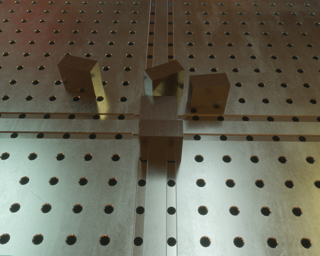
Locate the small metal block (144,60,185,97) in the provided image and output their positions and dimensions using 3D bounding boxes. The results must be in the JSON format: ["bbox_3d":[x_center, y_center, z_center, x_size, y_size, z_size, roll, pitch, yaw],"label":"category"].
[{"bbox_3d":[0.006,-0.064,0.446,0.050,0.050,0.025,-22,54,-17],"label":"small metal block"}]

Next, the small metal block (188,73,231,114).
[{"bbox_3d":[0.066,-0.048,0.432,0.050,0.050,0.025,-5,50,-4],"label":"small metal block"}]

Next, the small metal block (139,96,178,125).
[{"bbox_3d":[-0.001,-0.017,0.423,0.050,0.025,0.050,1,50,1],"label":"small metal block"}]

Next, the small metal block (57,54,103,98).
[{"bbox_3d":[-0.115,-0.076,0.455,0.050,0.050,0.025,13,52,11],"label":"small metal block"}]

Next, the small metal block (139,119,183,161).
[{"bbox_3d":[0.002,0.016,0.379,0.050,0.050,0.025,1,50,1],"label":"small metal block"}]
